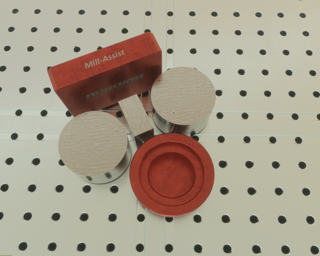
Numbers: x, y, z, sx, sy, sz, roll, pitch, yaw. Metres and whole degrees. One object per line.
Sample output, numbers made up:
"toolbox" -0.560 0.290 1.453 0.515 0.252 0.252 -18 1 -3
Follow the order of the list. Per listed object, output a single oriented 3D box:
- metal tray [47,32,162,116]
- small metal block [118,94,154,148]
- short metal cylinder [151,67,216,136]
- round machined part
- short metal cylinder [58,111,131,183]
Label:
"metal tray" -0.063 -0.064 0.395 0.131 0.090 0.030 -22 72 -8
"small metal block" -0.029 -0.008 0.396 0.025 0.050 0.050 -24 72 -8
"short metal cylinder" 0.029 -0.033 0.407 0.081 0.050 0.080 0 70 0
"round machined part" 0.014 0.058 0.377 0.099 0.042 0.098 0 70 0
"short metal cylinder" -0.078 0.025 0.385 0.081 0.050 0.080 0 70 0
